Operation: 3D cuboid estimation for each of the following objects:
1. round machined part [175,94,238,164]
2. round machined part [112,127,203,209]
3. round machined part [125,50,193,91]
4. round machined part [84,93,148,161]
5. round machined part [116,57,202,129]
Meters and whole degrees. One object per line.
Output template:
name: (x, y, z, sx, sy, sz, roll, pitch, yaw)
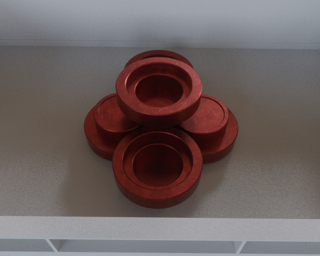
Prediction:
round machined part: (0.051, -0.006, 0.397, 0.099, 0.042, 0.098, 0, 50, 0)
round machined part: (-0.003, 0.047, 0.352, 0.099, 0.042, 0.098, 0, 50, 0)
round machined part: (-0.002, -0.066, 0.447, 0.099, 0.042, 0.098, 0, 50, 0)
round machined part: (-0.048, -0.009, 0.398, 0.099, 0.042, 0.098, 0, 50, 0)
round machined part: (-0.001, -0.037, 0.368, 0.099, 0.042, 0.098, 0, 50, 0)
